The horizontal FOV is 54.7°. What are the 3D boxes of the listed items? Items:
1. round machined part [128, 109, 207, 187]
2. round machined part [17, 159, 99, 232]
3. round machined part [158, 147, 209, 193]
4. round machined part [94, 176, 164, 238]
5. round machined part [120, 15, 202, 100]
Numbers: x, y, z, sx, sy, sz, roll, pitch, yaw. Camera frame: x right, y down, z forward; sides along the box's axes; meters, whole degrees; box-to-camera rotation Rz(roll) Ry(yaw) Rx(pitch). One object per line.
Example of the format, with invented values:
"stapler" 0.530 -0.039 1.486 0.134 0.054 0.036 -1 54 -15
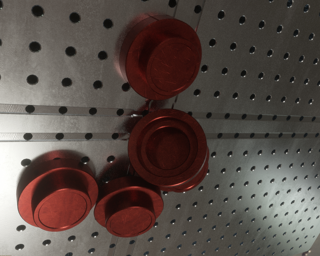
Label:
"round machined part" 0.011 0.027 0.400 0.098 0.098 0.042 -39 163 -2
"round machined part" -0.125 0.090 0.389 0.099 0.042 0.097 -14 125 -21
"round machined part" 0.031 0.055 0.454 0.099 0.042 0.097 -14 125 -21
"round machined part" -0.043 0.117 0.435 0.099 0.042 0.097 -7 129 -8
"round machined part" 0.007 -0.076 0.358 0.099 0.042 0.097 -14 125 -21
